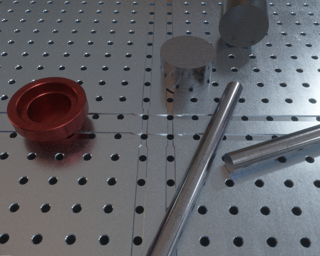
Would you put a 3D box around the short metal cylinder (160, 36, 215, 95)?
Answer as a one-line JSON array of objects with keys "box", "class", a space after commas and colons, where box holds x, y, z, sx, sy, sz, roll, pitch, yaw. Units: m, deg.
[{"box": [0.041, -0.097, 0.473, 0.080, 0.050, 0.080, 0, 50, 0], "class": "short metal cylinder"}]

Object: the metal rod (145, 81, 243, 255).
[{"box": [0.047, 0.046, 0.369, 0.025, 0.025, 0.301, 20, 53, 16], "class": "metal rod"}]

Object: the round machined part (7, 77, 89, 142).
[{"box": [-0.144, -0.020, 0.412, 0.099, 0.042, 0.098, 0, 50, 0], "class": "round machined part"}]

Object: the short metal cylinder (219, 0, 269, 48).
[{"box": [0.143, -0.186, 0.529, 0.080, 0.080, 0.050, 8, 51, 6], "class": "short metal cylinder"}]

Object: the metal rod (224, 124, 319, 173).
[{"box": [0.225, 0.003, 0.405, 0.302, 0.025, 0.025, -15, 52, -13], "class": "metal rod"}]
